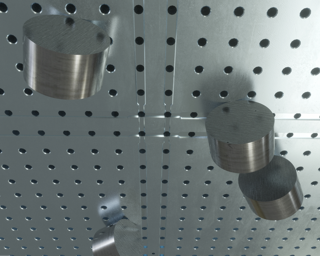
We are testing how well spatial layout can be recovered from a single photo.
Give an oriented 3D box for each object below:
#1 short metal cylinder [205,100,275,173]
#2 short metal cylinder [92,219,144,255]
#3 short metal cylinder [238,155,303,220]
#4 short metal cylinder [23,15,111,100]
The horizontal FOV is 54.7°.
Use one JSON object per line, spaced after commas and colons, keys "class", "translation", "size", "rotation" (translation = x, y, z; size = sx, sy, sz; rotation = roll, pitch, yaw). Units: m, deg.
{"class": "short metal cylinder", "translation": [0.100, 0.009, 0.385], "size": [0.080, 0.080, 0.050], "rotation": [-10, 130, 8]}
{"class": "short metal cylinder", "translation": [-0.074, 0.210, 0.554], "size": [0.050, 0.080, 0.080], "rotation": [-30, 124, 23]}
{"class": "short metal cylinder", "translation": [0.161, 0.086, 0.451], "size": [0.080, 0.080, 0.050], "rotation": [-21, 127, 16]}
{"class": "short metal cylinder", "translation": [-0.094, -0.073, 0.312], "size": [0.081, 0.080, 0.050], "rotation": [12, 129, -10]}
